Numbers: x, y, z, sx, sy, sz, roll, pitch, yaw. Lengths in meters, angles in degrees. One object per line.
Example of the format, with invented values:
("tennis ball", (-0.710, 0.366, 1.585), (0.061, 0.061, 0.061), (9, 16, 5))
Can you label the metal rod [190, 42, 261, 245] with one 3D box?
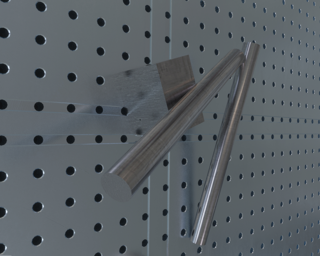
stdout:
("metal rod", (0.095, 0.024, 0.453), (0.025, 0.025, 0.298), (14, 92, -39))

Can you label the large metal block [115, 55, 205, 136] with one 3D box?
("large metal block", (-0.001, -0.037, 0.372), (0.050, 0.080, 0.080), (-25, 106, -37))

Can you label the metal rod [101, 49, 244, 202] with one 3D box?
("metal rod", (0.039, -0.030, 0.325), (0.301, 0.025, 0.025), (-46, 119, -49))
